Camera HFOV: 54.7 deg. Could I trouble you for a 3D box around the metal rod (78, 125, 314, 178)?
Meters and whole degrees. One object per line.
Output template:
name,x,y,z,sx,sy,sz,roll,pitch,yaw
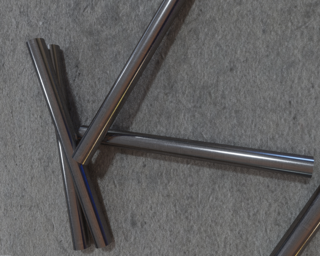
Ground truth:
metal rod,0.030,0.026,0.397,0.301,0.025,0.025,7,93,19

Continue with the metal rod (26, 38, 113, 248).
metal rod,-0.126,0.022,0.432,0.025,0.025,0.298,-18,91,19

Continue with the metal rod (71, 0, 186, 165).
metal rod,-0.029,-0.085,0.402,0.025,0.025,0.299,32,94,17

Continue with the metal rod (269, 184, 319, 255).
metal rod,0.153,0.132,0.355,0.025,0.025,0.299,33,100,16

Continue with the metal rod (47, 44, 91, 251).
metal rod,-0.138,0.025,0.455,0.025,0.025,0.298,-11,86,19
